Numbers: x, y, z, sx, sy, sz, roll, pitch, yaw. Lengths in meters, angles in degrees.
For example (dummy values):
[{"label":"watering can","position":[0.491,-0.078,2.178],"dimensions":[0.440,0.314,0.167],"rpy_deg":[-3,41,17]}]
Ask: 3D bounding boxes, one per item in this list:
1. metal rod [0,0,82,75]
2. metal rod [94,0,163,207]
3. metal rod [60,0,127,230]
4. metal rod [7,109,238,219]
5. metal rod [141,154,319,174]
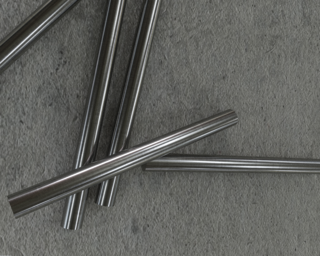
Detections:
[{"label":"metal rod","position":[-0.142,-0.117,0.356],"dimensions":[0.025,0.025,0.300],"rpy_deg":[45,76,-15]},{"label":"metal rod","position":[-0.036,-0.051,0.395],"dimensions":[0.025,0.025,0.299],"rpy_deg":[14,85,-20]},{"label":"metal rod","position":[-0.079,-0.029,0.379],"dimensions":[0.025,0.025,0.298],"rpy_deg":[12,86,-20]},{"label":"metal rod","position":[-0.022,0.032,0.377],"dimensions":[0.302,0.025,0.025],"rpy_deg":[-21,97,-28]},{"label":"metal rod","position":[0.121,0.053,0.453],"dimensions":[0.302,0.025,0.025],"rpy_deg":[4,89,-20]}]
